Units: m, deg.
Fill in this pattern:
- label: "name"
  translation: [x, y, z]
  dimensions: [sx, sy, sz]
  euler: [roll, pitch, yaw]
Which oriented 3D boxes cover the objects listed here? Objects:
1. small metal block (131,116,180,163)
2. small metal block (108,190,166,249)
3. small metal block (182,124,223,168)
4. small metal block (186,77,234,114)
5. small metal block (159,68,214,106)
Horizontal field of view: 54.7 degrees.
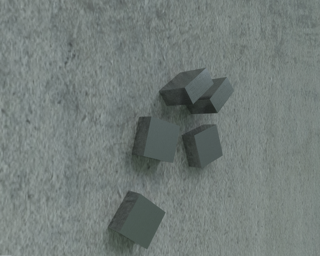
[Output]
- label: "small metal block"
  translation: [-0.005, 0.016, 0.403]
  dimensions: [0.050, 0.025, 0.050]
  euler: [18, 79, -39]
- label: "small metal block"
  translation: [-0.028, 0.113, 0.384]
  dimensions: [0.050, 0.025, 0.050]
  euler: [44, 63, -31]
- label: "small metal block"
  translation: [0.064, 0.026, 0.461]
  dimensions: [0.050, 0.025, 0.050]
  euler: [-24, 105, -38]
- label: "small metal block"
  translation: [0.071, -0.046, 0.450]
  dimensions: [0.050, 0.050, 0.025]
  euler: [-50, 120, -28]
- label: "small metal block"
  translation: [0.036, -0.055, 0.420]
  dimensions: [0.050, 0.050, 0.025]
  euler: [-44, 117, -31]
